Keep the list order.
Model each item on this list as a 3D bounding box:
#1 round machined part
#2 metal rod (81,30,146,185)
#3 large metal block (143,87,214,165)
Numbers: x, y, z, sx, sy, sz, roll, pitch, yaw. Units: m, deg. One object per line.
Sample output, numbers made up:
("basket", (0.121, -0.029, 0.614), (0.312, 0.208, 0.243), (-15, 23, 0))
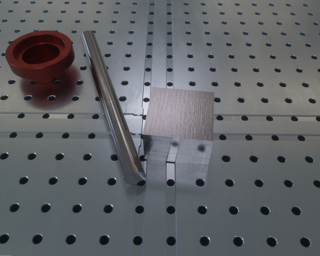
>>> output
("round machined part", (-0.183, -0.107, 0.485), (0.099, 0.042, 0.098), (0, 50, 0))
("metal rod", (-0.077, -0.050, 0.449), (0.025, 0.025, 0.300), (-15, 52, -12))
("large metal block", (0.025, -0.004, 0.394), (0.080, 0.050, 0.080), (5, 50, 4))
